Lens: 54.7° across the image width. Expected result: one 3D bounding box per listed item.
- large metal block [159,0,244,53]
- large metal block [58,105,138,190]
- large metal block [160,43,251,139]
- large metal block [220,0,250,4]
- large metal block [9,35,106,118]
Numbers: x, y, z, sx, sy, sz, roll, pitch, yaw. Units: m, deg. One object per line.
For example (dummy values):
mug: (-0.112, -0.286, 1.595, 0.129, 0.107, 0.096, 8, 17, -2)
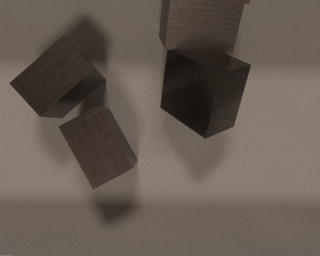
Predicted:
large metal block: (0.046, -0.134, 0.352, 0.081, 0.050, 0.079, 1, 123, -10)
large metal block: (-0.071, 0.021, 0.383, 0.050, 0.080, 0.080, -29, 90, 0)
large metal block: (0.049, -0.047, 0.364, 0.050, 0.080, 0.079, -20, 132, -35)
large metal block: (0.040, -0.156, 0.275, 0.081, 0.080, 0.050, 6, 134, -5)
large metal block: (-0.120, -0.058, 0.382, 0.080, 0.080, 0.050, -42, 91, 0)
